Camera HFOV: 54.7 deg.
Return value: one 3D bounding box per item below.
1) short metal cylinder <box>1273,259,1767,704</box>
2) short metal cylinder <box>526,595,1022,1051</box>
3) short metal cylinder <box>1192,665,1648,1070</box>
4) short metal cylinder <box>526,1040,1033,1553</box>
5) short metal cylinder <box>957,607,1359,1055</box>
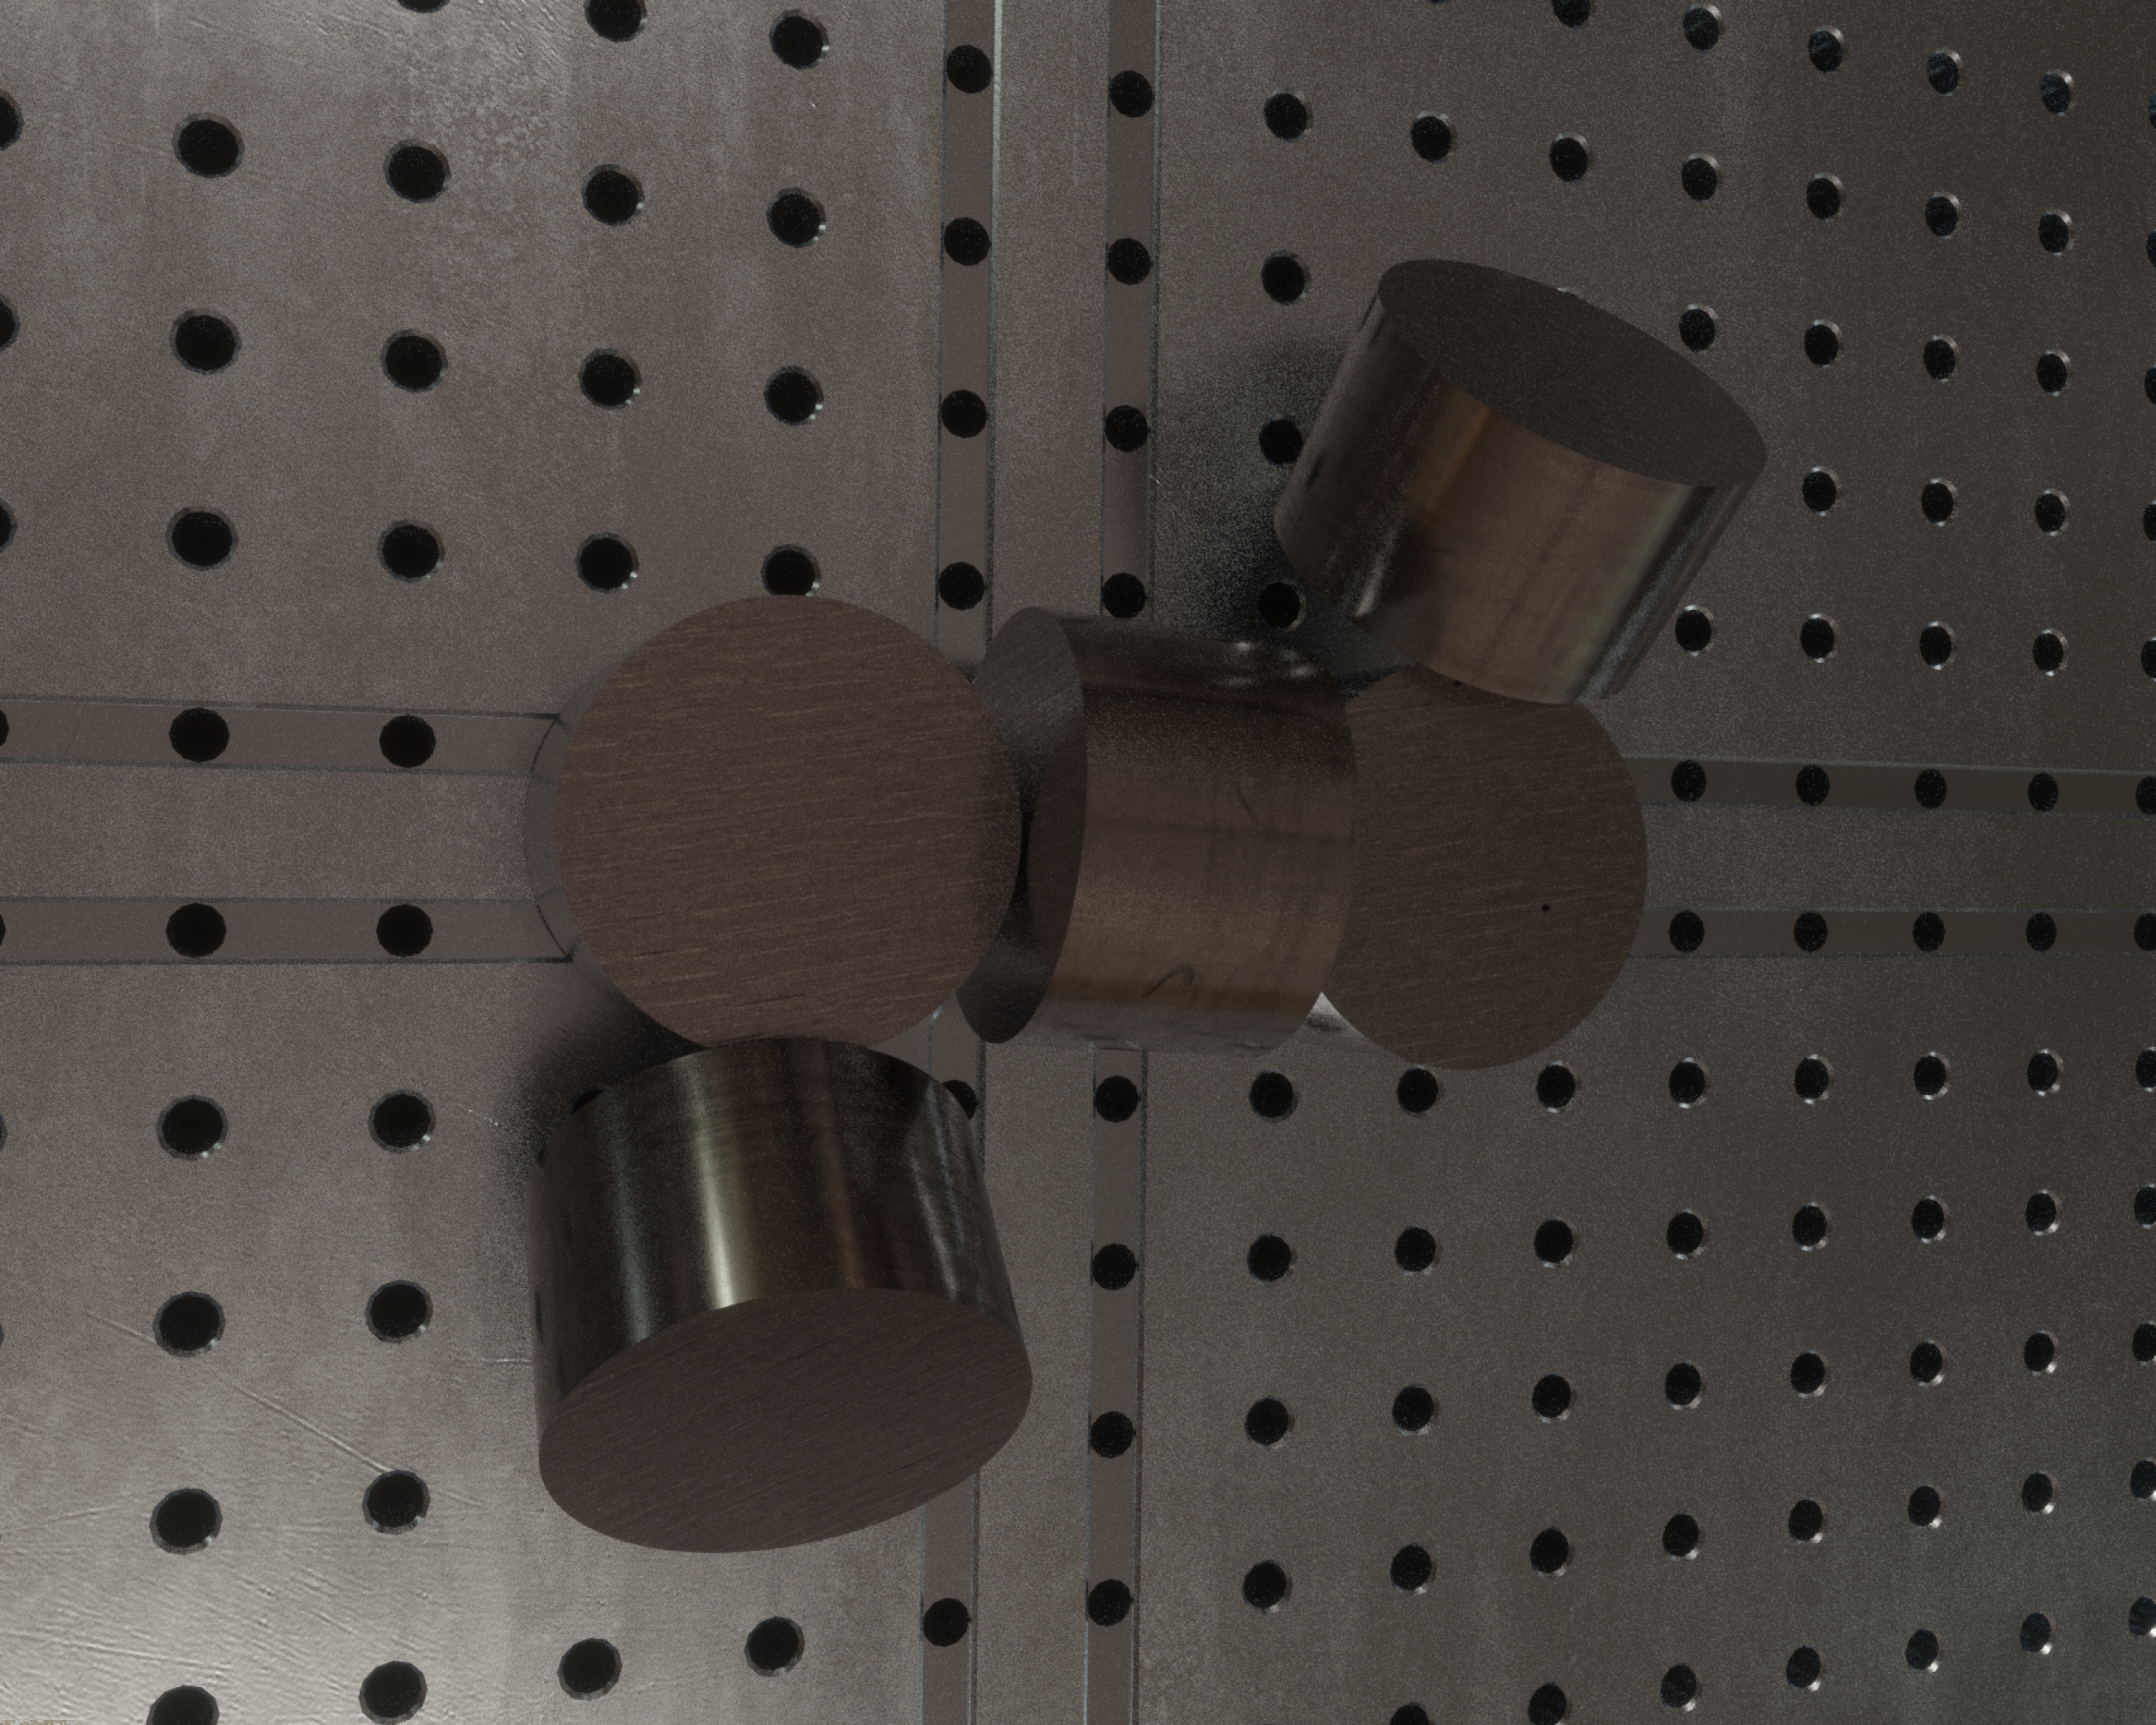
[{"bbox_3d":[0.085,-0.075,0.409,0.081,0.080,0.050,9,129,-20],"label":"short metal cylinder"},{"bbox_3d":[-0.056,-0.006,0.378,0.081,0.050,0.079,0,90,-21],"label":"short metal cylinder"},{"bbox_3d":[0.067,0.000,0.425,0.081,0.050,0.079,0,90,-21],"label":"short metal cylinder"},{"bbox_3d":[-0.052,0.076,0.359,0.081,0.050,0.080,-10,137,-9],"label":"short metal cylinder"},{"bbox_3d":[0.011,-0.005,0.388,0.050,0.080,0.080,5,88,-20],"label":"short metal cylinder"}]
